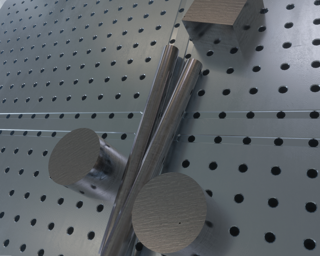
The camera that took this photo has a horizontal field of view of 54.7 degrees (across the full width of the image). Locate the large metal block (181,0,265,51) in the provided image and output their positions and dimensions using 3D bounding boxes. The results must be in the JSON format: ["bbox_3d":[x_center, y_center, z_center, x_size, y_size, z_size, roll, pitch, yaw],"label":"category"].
[{"bbox_3d":[0.091,-0.163,0.444,0.080,0.050,0.080,20,72,35],"label":"large metal block"}]

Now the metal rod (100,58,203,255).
[{"bbox_3d":[-0.006,0.035,0.376,0.025,0.025,0.300,8,61,31],"label":"metal rod"}]

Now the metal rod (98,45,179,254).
[{"bbox_3d":[-0.020,0.013,0.410,0.025,0.025,0.300,2,62,29],"label":"metal rod"}]

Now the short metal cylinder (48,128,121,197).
[{"bbox_3d":[-0.100,0.047,0.416,0.080,0.050,0.080,-13,56,21],"label":"short metal cylinder"}]

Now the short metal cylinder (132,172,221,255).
[{"bbox_3d":[0.018,0.093,0.326,0.080,0.050,0.080,-13,56,21],"label":"short metal cylinder"}]
